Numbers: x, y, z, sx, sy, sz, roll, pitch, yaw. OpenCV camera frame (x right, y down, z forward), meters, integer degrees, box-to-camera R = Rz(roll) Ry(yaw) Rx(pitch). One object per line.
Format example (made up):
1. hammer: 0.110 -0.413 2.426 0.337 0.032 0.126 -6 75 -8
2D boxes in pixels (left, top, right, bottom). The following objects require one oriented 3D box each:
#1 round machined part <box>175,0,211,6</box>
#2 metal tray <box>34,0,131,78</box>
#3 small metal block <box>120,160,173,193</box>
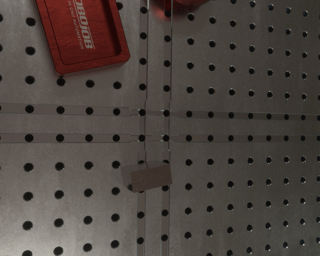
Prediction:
1. round machined part: 0.039 -0.214 0.419 0.099 0.042 0.097 0 90 -21
2. metal tray: -0.097 -0.134 0.374 0.091 0.030 0.129 -16 96 -20
3. small metal block: -0.018 0.060 0.394 0.050 0.050 0.025 -9 94 -20
